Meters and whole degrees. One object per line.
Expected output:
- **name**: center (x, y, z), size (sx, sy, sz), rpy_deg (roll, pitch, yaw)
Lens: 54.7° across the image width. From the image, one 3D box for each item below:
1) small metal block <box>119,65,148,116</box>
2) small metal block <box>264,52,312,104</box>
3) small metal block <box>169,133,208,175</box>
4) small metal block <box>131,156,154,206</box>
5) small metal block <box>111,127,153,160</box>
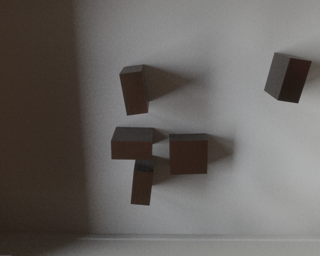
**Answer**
- **small metal block**: center (-0.030, -0.048, 0.380), size (0.025, 0.050, 0.050), rpy_deg (-8, 110, 2)
- **small metal block**: center (0.154, -0.062, 0.377), size (0.025, 0.050, 0.050), rpy_deg (8, 110, -3)
- **small metal block**: center (0.038, 0.036, 0.425), size (0.050, 0.025, 0.050), rpy_deg (-2, 110, 0)
- **small metal block**: center (-0.024, 0.070, 0.423), size (0.025, 0.050, 0.050), rpy_deg (6, 110, -3)
- **small metal block**: center (-0.035, 0.019, 0.405), size (0.050, 0.050, 0.025), rpy_deg (1, 110, -1)
